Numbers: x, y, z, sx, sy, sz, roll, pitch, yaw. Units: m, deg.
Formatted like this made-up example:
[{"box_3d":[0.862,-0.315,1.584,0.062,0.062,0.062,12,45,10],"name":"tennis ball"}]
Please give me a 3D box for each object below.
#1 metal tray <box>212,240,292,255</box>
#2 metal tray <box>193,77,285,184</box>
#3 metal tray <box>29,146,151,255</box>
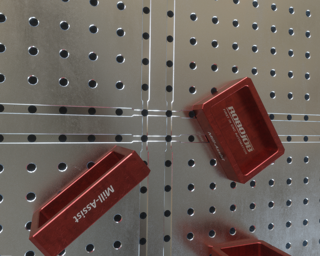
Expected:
[{"box_3d":[0.138,0.189,0.407,0.091,0.130,0.030,0,90,-20],"name":"metal tray"},{"box_3d":[0.117,0.003,0.452,0.090,0.030,0.130,-32,101,-17],"name":"metal tray"},{"box_3d":[-0.080,0.074,0.348,0.130,0.090,0.030,-40,103,-16],"name":"metal tray"}]
